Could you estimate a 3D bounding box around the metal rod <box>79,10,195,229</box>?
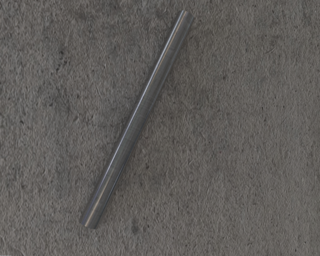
[{"bbox_3d":[-0.026,-0.017,0.399,0.025,0.025,0.299,27,81,-18],"label":"metal rod"}]
